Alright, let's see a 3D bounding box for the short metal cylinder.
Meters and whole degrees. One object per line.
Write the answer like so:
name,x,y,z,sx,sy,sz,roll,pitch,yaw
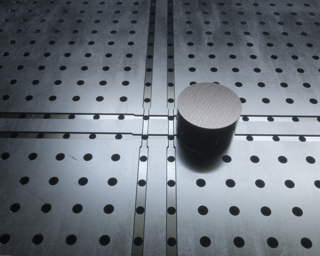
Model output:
short metal cylinder,0.061,-0.014,0.404,0.080,0.050,0.080,0,50,0
